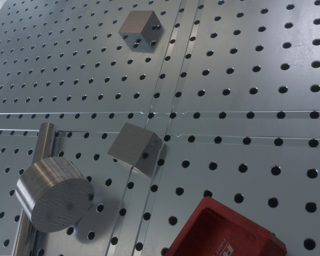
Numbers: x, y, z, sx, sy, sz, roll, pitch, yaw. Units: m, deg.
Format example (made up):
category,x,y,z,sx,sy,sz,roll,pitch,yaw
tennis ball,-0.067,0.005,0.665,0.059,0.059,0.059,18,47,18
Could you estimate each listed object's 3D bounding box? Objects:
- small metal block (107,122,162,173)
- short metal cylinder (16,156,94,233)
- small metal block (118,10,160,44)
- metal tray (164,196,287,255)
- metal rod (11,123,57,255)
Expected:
category,x,y,z,sx,sy,sz,roll,pitch,yaw
small metal block,-0.034,0.025,0.411,0.050,0.025,0.050,19,72,35
short metal cylinder,-0.132,0.083,0.391,0.080,0.080,0.050,-49,51,-6
small metal block,-0.036,-0.175,0.535,0.050,0.025,0.050,14,69,33
metal tray,0.040,0.136,0.278,0.130,0.030,0.090,-54,28,-10
metal rod,-0.179,0.125,0.425,0.025,0.025,0.299,-14,56,20
